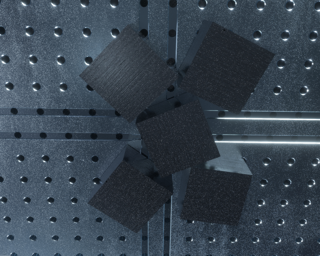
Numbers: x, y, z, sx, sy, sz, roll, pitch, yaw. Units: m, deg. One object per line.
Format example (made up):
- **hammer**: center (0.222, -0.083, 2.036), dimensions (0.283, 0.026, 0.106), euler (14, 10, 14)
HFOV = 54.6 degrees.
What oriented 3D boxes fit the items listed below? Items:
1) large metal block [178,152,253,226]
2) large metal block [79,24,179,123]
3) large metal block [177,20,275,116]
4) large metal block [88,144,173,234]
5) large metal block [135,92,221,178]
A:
- **large metal block**: center (0.073, 0.083, 0.431), dimensions (0.080, 0.050, 0.079), euler (8, 110, -4)
- **large metal block**: center (-0.035, -0.067, 0.375), dimensions (0.080, 0.050, 0.080), euler (-42, 104, 14)
- **large metal block**: center (0.074, -0.073, 0.372), dimensions (0.080, 0.050, 0.080), euler (23, 108, -12)
- **large metal block**: center (-0.039, 0.084, 0.429), dimensions (0.080, 0.050, 0.080), euler (36, 106, -12)
- **large metal block**: center (0.023, 0.007, 0.402), dimensions (0.080, 0.050, 0.080), euler (-21, 109, 7)
